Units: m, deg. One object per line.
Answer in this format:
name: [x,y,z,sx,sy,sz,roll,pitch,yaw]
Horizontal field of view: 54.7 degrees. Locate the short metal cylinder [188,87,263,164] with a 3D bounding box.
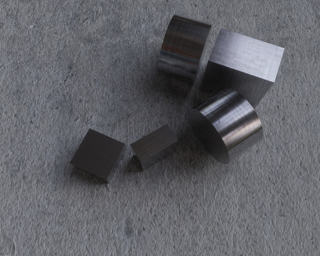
short metal cylinder: [0.079,-0.003,0.381,0.050,0.080,0.080,-33,74,-11]

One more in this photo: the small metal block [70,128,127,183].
small metal block: [-0.077,0.035,0.394,0.050,0.025,0.050,23,71,8]

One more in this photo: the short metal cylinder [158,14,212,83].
short metal cylinder: [0.034,-0.107,0.418,0.050,0.080,0.080,18,71,6]

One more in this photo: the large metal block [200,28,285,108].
large metal block: [0.104,-0.075,0.408,0.080,0.080,0.050,20,71,7]

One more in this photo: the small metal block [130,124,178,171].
small metal block: [-0.007,0.026,0.385,0.050,0.050,0.025,-30,73,-10]
